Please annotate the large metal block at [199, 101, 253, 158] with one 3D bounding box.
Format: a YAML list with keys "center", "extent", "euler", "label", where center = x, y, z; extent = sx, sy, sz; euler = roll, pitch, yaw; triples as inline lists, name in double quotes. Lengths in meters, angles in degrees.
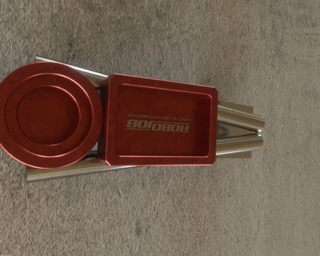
- center: [0.096, 0.004, 0.471]
  extent: [0.081, 0.050, 0.080]
  euler: [5, 87, -40]
  label: "large metal block"

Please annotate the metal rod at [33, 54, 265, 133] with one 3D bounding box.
- center: [0.008, -0.033, 0.372]
  extent: [0.302, 0.025, 0.025]
  euler: [12, 82, -27]
  label: "metal rod"

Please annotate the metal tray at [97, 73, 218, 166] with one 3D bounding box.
- center: [0.001, -0.005, 0.338]
  extent: [0.131, 0.030, 0.089]
  euler: [3, 88, -28]
  label: "metal tray"

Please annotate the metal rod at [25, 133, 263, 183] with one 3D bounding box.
- center: [0.004, 0.030, 0.370]
  extent: [0.303, 0.025, 0.025]
  euler: [-5, 93, -28]
  label: "metal rod"

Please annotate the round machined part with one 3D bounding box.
- center: [-0.108, -0.012, 0.298]
  extent: [0.099, 0.042, 0.097]
  euler: [0, 90, -30]
  label: "round machined part"
